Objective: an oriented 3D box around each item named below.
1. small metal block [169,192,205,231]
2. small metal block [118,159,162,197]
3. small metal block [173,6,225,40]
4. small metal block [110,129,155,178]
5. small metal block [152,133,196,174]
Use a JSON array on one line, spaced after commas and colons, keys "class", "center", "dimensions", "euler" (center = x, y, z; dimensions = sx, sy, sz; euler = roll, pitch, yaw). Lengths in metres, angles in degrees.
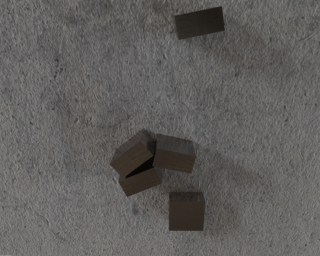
[{"class": "small metal block", "center": [0.038, 0.123, 0.455], "dimensions": [0.050, 0.025, 0.050], "euler": [0, 110, -1]}, {"class": "small metal block", "center": [-0.025, 0.061, 0.419], "dimensions": [0.050, 0.050, 0.025], "euler": [-23, 109, 8]}, {"class": "small metal block", "center": [0.042, -0.120, 0.352], "dimensions": [0.050, 0.050, 0.025], "euler": [-10, 110, 4]}, {"class": "small metal block", "center": [-0.035, 0.032, 0.407], "dimensions": [0.050, 0.050, 0.025], "euler": [-38, 103, 13]}, {"class": "small metal block", "center": [0.018, 0.033, 0.408], "dimensions": [0.050, 0.050, 0.025], "euler": [12, 110, -5]}]
